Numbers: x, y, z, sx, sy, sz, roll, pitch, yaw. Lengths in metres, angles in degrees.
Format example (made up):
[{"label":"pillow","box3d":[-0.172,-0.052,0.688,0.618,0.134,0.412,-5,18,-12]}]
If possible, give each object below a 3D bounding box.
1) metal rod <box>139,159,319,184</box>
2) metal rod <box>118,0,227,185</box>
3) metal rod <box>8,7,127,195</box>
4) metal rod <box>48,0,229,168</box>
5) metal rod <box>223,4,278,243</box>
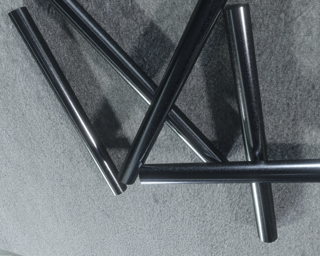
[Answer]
[{"label":"metal rod","box3d":[0.121,0.048,0.341,0.301,0.025,0.025,-4,117,19]},{"label":"metal rod","box3d":[0.013,-0.048,0.343,0.025,0.025,0.298,31,120,8]},{"label":"metal rod","box3d":[-0.126,-0.027,0.454,0.025,0.025,0.299,-13,112,33]},{"label":"metal rod","box3d":[-0.025,-0.058,0.382,0.300,0.025,0.025,46,129,-5]},{"label":"metal rod","box3d":[0.109,0.015,0.357,0.025,0.025,0.298,-2,118,28]}]
